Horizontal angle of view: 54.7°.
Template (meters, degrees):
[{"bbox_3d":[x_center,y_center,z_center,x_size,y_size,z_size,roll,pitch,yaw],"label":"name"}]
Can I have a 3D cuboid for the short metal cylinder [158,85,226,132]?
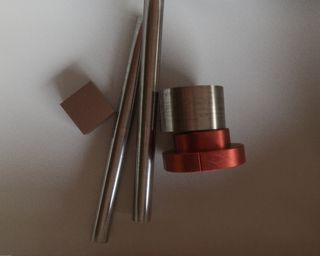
[{"bbox_3d":[0.039,-0.023,0.384,0.081,0.080,0.050,-4,90,-1],"label":"short metal cylinder"}]

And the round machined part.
[{"bbox_3d":[0.051,0.024,0.376,0.099,0.098,0.042,-6,90,0],"label":"round machined part"}]

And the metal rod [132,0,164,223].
[{"bbox_3d":[-0.015,-0.027,0.397,0.025,0.025,0.298,3,95,-1],"label":"metal rod"}]

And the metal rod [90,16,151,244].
[{"bbox_3d":[-0.050,0.002,0.410,0.025,0.025,0.298,12,90,-1],"label":"metal rod"}]

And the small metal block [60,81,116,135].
[{"bbox_3d":[-0.094,-0.026,0.410,0.050,0.025,0.050,-38,90,0],"label":"small metal block"}]
